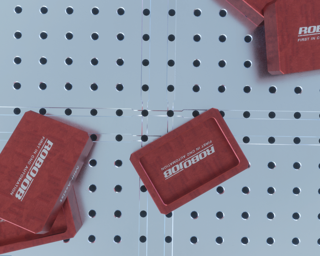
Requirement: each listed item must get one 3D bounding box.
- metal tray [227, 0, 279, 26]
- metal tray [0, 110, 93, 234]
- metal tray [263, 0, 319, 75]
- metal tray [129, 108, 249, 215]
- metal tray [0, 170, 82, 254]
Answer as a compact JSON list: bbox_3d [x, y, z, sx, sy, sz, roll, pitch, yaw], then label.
[{"bbox_3d":[0.145,-0.215,0.411,0.090,0.030,0.130,40,90,0],"label":"metal tray"},{"bbox_3d":[-0.153,0.052,0.385,0.090,0.030,0.130,21,71,6],"label":"metal tray"},{"bbox_3d":[0.202,-0.121,0.395,0.131,0.030,0.089,-9,100,-9],"label":"metal tray"},{"bbox_3d":[0.038,0.042,0.411,0.130,0.030,0.090,-30,90,0],"label":"metal tray"},{"bbox_3d":[-0.179,0.110,0.409,0.131,0.030,0.090,-13,90,0],"label":"metal tray"}]
